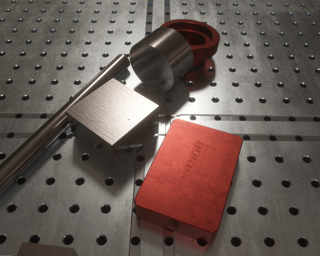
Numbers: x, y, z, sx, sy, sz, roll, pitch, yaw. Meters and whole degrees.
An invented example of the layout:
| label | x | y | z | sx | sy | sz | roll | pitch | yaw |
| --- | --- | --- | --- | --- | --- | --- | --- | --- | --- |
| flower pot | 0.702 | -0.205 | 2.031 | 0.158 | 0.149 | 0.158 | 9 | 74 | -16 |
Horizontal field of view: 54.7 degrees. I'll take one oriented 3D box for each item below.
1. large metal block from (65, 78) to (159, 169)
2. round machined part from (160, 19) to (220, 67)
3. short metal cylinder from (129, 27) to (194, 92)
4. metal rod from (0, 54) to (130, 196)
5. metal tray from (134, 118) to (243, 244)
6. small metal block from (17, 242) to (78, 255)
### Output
| label | x | y | z | sx | sy | sz | roll | pitch | yaw |
| --- | --- | --- | --- | --- | --- | --- | --- | --- | --- |
| large metal block | -0.058 | -0.008 | 0.397 | 0.080 | 0.050 | 0.080 | 33 | 57 | 24 |
| round machined part | 0.045 | -0.136 | 0.507 | 0.099 | 0.042 | 0.098 | 4 | 44 | -3 |
| short metal cylinder | 0.002 | -0.101 | 0.457 | 0.080 | 0.080 | 0.050 | 30 | 57 | 22 |
| metal rod | -0.133 | -0.008 | 0.412 | 0.025 | 0.025 | 0.301 | 24 | 54 | 18 |
| metal tray | 0.037 | 0.054 | 0.360 | 0.090 | 0.030 | 0.130 | 17 | 52 | 13 |
| small metal block | -0.110 | 0.139 | 0.290 | 0.050 | 0.025 | 0.050 | 6 | 50 | 4 |
